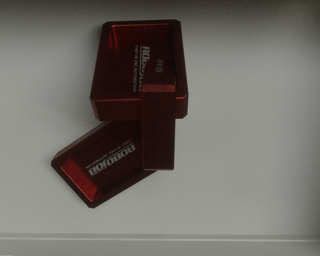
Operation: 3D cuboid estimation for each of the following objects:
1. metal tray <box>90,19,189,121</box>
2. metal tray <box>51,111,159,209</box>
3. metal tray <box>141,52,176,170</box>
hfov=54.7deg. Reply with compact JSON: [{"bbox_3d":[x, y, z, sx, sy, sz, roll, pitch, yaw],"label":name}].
[{"bbox_3d":[-0.020,-0.067,0.332,0.091,0.130,0.030,-2,141,0],"label":"metal tray"},{"bbox_3d":[-0.068,0.042,0.423,0.130,0.030,0.090,-32,107,11],"label":"metal tray"},{"bbox_3d":[0.000,-0.025,0.340,0.030,0.130,0.089,1,117,0],"label":"metal tray"}]
